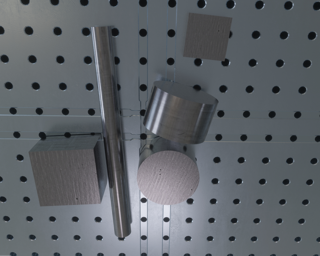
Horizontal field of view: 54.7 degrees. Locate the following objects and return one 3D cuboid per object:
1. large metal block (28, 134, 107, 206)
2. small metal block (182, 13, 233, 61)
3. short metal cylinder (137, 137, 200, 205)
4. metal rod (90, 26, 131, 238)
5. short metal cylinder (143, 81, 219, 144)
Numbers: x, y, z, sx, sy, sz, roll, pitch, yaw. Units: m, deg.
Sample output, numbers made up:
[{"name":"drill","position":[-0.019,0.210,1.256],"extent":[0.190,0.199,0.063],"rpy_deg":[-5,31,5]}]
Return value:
[{"name":"large metal block","position":[-0.121,0.056,0.420],"extent":[0.081,0.050,0.079],"rpy_deg":[-3,110,1]},{"name":"small metal block","position":[0.055,-0.110,0.373],"extent":[0.050,0.025,0.050],"rpy_deg":[6,110,-3]},{"name":"short metal cylinder","position":[0.011,0.057,0.421],"extent":[0.081,0.050,0.079],"rpy_deg":[0,110,0]},{"name":"metal rod","position":[-0.063,0.019,0.419],"extent":[0.025,0.025,0.298],"rpy_deg":[-3,110,1]},{"name":"short metal cylinder","position":[0.024,-0.021,0.377],"extent":[0.080,0.080,0.050],"rpy_deg":[15,109,-6]}]
